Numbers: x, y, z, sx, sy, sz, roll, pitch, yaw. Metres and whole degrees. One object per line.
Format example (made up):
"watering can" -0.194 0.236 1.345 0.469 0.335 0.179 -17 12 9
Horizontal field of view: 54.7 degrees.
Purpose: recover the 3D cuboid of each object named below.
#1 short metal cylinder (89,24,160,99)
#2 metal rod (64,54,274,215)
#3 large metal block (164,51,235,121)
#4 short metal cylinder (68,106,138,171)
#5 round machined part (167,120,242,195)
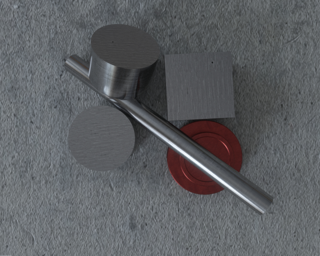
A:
"short metal cylinder" -0.045 -0.082 0.379 0.081 0.050 0.080 9 51 -11
"metal rod" 0.001 0.000 0.377 0.300 0.025 0.025 36 90 13
"large metal block" 0.048 -0.051 0.397 0.081 0.050 0.080 -3 90 0
"short metal cylinder" -0.071 0.012 0.399 0.081 0.050 0.080 0 90 0
"round machined part" 0.058 0.038 0.402 0.099 0.042 0.097 0 90 0
